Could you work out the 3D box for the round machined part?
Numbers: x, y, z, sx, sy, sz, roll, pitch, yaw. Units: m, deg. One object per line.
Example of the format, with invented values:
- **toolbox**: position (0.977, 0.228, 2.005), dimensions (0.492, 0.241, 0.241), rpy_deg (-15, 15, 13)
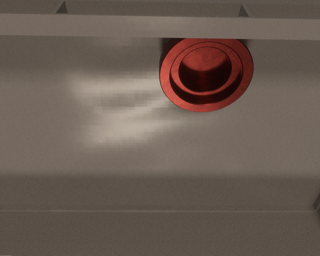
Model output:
- **round machined part**: position (0.048, -0.068, 0.341), dimensions (0.099, 0.042, 0.097), rpy_deg (-1, 130, 0)
